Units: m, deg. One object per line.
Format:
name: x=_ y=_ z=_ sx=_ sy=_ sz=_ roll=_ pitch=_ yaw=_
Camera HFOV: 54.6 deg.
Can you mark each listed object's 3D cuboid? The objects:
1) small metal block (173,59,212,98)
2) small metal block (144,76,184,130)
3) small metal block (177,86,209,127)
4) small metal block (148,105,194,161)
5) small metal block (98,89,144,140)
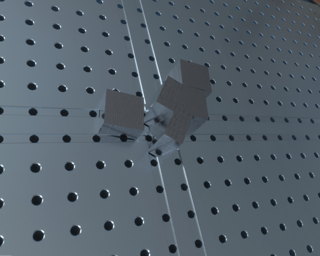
small metal block: x=0.049 y=-0.074 z=0.479 sx=0.050 sy=0.025 sz=0.050 roll=11 pitch=57 yaw=-22
small metal block: x=0.003 y=-0.033 z=0.414 sx=0.025 sy=0.050 sz=0.050 roll=30 pitch=52 yaw=-9
small metal block: x=0.040 y=-0.033 z=0.449 sx=0.050 sy=0.025 sz=0.050 roll=12 pitch=57 yaw=-22
small metal block: x=0.013 y=0.007 z=0.395 sx=0.025 sy=0.050 sz=0.050 roll=31 pitch=52 yaw=-8
small metal block: x=-0.048 y=-0.017 z=0.392 sx=0.050 sy=0.025 sz=0.050 roll=12 pitch=57 yaw=-22
